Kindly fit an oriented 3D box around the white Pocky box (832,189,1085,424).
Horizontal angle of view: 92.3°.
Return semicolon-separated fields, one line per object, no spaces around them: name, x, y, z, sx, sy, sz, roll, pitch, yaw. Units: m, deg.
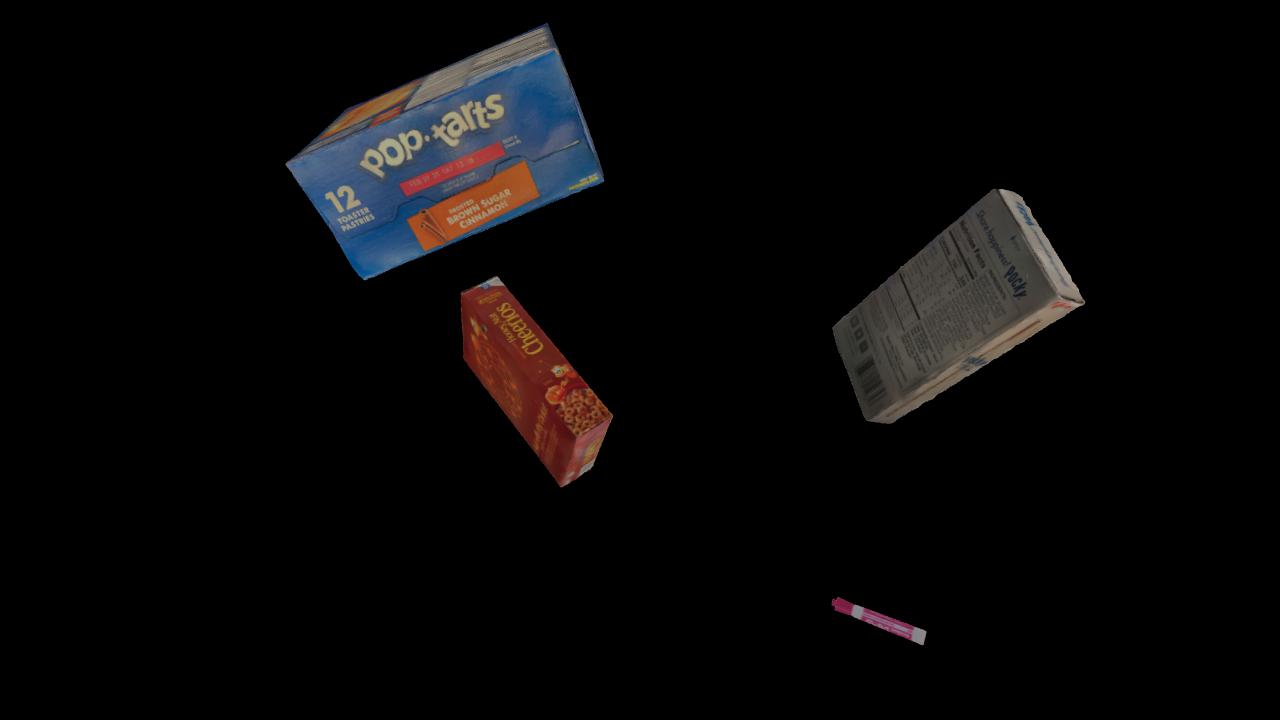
white Pocky box;0.194;-0.028;0.404;0.028;0.084;0.154;6;-34;-24

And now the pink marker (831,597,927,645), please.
pink marker;0.320;0.350;0.829;0.121;0.020;0.020;13;6;29

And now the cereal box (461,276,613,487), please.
cereal box;-0.178;0.038;0.998;0.081;0.306;0.203;-31;-20;-29

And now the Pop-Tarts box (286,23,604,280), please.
Pop-Tarts box;-0.120;-0.146;0.414;0.167;0.083;0.141;-22;34;4
